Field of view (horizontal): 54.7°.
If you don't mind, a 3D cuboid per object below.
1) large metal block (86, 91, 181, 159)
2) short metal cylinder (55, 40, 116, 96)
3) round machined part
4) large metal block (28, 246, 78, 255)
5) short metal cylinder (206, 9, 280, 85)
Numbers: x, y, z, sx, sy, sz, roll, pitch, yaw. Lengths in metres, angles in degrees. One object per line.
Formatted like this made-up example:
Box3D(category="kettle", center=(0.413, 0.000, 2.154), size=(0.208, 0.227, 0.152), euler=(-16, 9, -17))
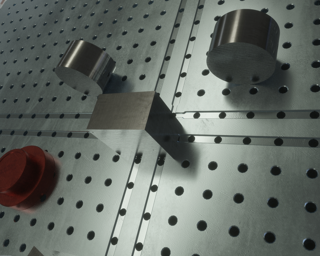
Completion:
Box3D(category="large metal block", center=(-0.029, -0.002, 0.389), size=(0.080, 0.080, 0.050), euler=(0, 62, 28))
Box3D(category="short metal cylinder", center=(-0.118, -0.093, 0.492), size=(0.080, 0.080, 0.050), euler=(10, 67, 32))
Box3D(category="round machined part", center=(-0.212, 0.070, 0.466), size=(0.098, 0.042, 0.098), euler=(-13, 56, 21))
Box3D(category="large metal block", center=(-0.094, 0.171, 0.317), size=(0.080, 0.080, 0.050), euler=(21, 73, 36))
Box3D(category="short metal cylinder", center=(0.102, -0.097, 0.379), size=(0.080, 0.080, 0.050), euler=(2, 63, 29))
